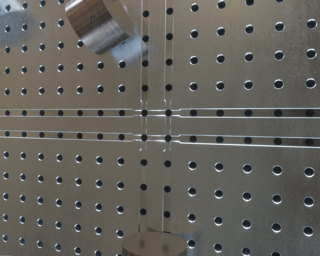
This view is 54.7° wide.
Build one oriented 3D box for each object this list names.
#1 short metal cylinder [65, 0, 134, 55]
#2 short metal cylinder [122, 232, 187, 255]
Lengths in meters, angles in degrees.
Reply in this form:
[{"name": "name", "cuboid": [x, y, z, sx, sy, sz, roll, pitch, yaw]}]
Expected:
[{"name": "short metal cylinder", "cuboid": [-0.077, -0.144, 0.410, 0.050, 0.080, 0.080, -27, 82, 18]}, {"name": "short metal cylinder", "cuboid": [-0.008, 0.168, 0.385, 0.080, 0.080, 0.050, 3, 91, 19]}]
